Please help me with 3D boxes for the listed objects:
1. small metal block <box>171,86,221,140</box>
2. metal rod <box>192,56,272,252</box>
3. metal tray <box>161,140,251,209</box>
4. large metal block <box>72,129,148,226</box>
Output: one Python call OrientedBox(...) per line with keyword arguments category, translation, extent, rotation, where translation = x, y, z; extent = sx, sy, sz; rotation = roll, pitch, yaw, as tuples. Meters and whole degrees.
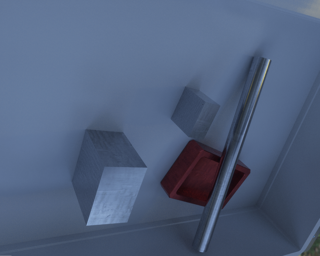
OrientedBox(category="small metal block", translation=(0.045, -0.020, 0.407), extent=(0.025, 0.050, 0.050), rotation=(11, 113, -33))
OrientedBox(category="metal rod", translation=(0.102, 0.045, 0.456), extent=(0.025, 0.025, 0.298), rotation=(10, 102, -33))
OrientedBox(category="metal tray", translation=(0.076, 0.080, 0.498), extent=(0.131, 0.030, 0.090), rotation=(24, 105, -37))
OrientedBox(category="large metal block", translation=(-0.065, 0.057, 0.374), extent=(0.050, 0.080, 0.079), rotation=(6, 115, -32))
